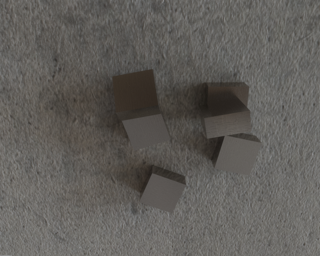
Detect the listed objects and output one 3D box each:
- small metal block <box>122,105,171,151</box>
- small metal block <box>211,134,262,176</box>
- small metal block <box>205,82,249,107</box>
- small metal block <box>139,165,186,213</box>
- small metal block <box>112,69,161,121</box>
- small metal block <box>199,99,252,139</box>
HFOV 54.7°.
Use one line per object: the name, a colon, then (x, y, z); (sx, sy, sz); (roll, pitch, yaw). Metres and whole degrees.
small metal block: (-0.018, -0.004, 0.408); (0.050, 0.025, 0.050); (-18, 109, 6)
small metal block: (0.103, 0.033, 0.424); (0.050, 0.025, 0.050); (12, 110, -5)
small metal block: (0.084, -0.032, 0.399); (0.050, 0.025, 0.050); (0, 110, -1)
small metal block: (0.003, 0.087, 0.442); (0.050, 0.025, 0.050); (21, 109, -8)
small metal block: (-0.029, -0.040, 0.380); (0.050, 0.025, 0.050); (-10, 67, 3)
small metal block: (0.076, -0.012, 0.366); (0.050, 0.050, 0.025); (-10, 110, 3)
